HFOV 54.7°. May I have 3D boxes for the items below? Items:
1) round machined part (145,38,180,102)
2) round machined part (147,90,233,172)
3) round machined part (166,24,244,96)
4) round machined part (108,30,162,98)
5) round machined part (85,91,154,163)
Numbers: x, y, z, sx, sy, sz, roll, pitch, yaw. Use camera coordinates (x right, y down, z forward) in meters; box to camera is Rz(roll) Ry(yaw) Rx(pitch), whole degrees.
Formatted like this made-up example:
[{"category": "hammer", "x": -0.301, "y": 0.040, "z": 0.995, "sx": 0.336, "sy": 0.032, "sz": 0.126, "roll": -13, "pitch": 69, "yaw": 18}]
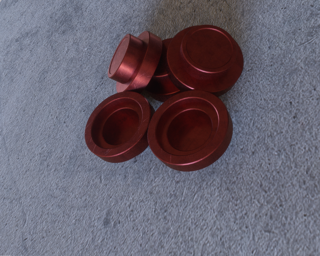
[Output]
[{"category": "round machined part", "x": 0.015, "y": -0.088, "z": 0.438, "sx": 0.098, "sy": 0.042, "sz": 0.098, "roll": -13, "pitch": 56, "yaw": 20}, {"category": "round machined part", "x": 0.038, "y": 0.007, "z": 0.369, "sx": 0.098, "sy": 0.042, "sz": 0.098, "roll": -13, "pitch": 56, "yaw": 20}, {"category": "round machined part", "x": 0.058, "y": -0.090, "z": 0.390, "sx": 0.099, "sy": 0.042, "sz": 0.098, "roll": 2, "pitch": 71, "yaw": -5}, {"category": "round machined part", "x": -0.041, "y": -0.094, "z": 0.442, "sx": 0.098, "sy": 0.042, "sz": 0.098, "roll": -44, "pitch": 33, "yaw": 40}, {"category": "round machined part", "x": -0.048, "y": 0.002, "z": 0.417, "sx": 0.098, "sy": 0.042, "sz": 0.098, "roll": -13, "pitch": 56, "yaw": 20}]
